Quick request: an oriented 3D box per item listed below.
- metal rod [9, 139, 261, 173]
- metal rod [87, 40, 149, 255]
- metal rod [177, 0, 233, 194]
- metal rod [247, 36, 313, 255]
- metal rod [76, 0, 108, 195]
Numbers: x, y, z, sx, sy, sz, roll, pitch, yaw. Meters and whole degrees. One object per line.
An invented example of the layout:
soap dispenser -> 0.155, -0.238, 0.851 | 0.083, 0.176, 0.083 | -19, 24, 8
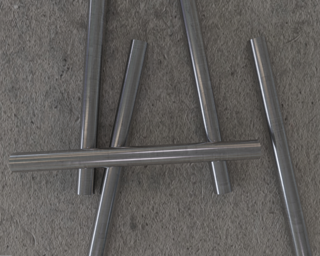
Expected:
metal rod -> -0.029, 0.035, 0.383 | 0.302, 0.025, 0.025 | -3, 90, 0
metal rod -> -0.056, 0.033, 0.409 | 0.025, 0.025, 0.298 | 12, 90, 0
metal rod -> 0.056, -0.062, 0.410 | 0.025, 0.025, 0.298 | -11, 90, 0
metal rod -> 0.159, 0.029, 0.410 | 0.025, 0.025, 0.298 | -12, 90, 0
metal rod -> -0.089, -0.063, 0.409 | 0.025, 0.025, 0.298 | 4, 90, 0
